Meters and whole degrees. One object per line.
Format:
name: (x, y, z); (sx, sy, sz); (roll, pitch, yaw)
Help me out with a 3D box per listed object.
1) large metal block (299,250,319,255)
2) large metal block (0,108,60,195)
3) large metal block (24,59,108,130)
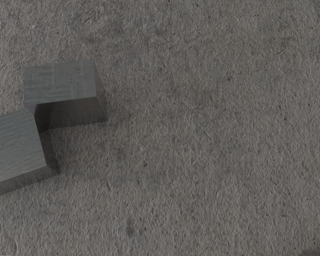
large metal block: (0.165, 0.190, 0.326); (0.080, 0.050, 0.080); (-36, 74, -12)
large metal block: (-0.180, 0.029, 0.383); (0.080, 0.050, 0.080); (-19, 71, -7)
large metal block: (-0.115, -0.040, 0.393); (0.081, 0.080, 0.050); (-8, 70, -3)
